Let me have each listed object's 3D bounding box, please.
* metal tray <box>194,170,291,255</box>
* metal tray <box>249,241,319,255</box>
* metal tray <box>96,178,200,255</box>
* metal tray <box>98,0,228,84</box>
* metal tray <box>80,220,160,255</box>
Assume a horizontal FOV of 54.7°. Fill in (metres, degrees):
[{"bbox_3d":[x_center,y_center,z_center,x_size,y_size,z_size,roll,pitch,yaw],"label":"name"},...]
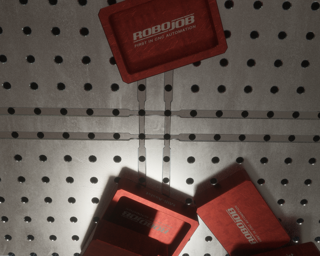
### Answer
[{"bbox_3d":[0.122,0.137,0.463,0.090,0.030,0.130,-33,107,11],"label":"metal tray"},{"bbox_3d":[0.177,0.226,0.475,0.131,0.030,0.089,-11,125,-5],"label":"metal tray"},{"bbox_3d":[-0.019,0.141,0.462,0.131,0.030,0.089,26,108,-10],"label":"metal tray"},{"bbox_3d":[0.005,-0.115,0.368,0.131,0.030,0.090,-17,110,5],"label":"metal tray"},{"bbox_3d":[-0.066,0.189,0.452,0.090,0.030,0.129,24,132,-8],"label":"metal tray"}]
